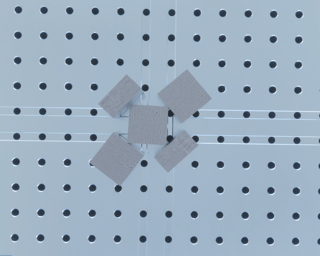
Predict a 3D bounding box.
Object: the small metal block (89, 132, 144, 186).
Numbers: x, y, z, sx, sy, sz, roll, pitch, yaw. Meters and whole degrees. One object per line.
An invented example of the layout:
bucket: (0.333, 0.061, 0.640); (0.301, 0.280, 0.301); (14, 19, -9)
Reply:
small metal block: (-0.056, 0.040, 0.413); (0.050, 0.025, 0.050); (38, 89, -1)

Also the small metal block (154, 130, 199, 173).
small metal block: (0.020, 0.028, 0.401); (0.050, 0.050, 0.025); (-42, 90, 0)

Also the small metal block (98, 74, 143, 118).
small metal block: (-0.049, -0.039, 0.400); (0.025, 0.050, 0.050); (44, 91, -1)

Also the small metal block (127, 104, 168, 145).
small metal block: (-0.015, -0.004, 0.413); (0.050, 0.025, 0.050); (4, 89, 1)

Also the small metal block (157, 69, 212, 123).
small metal block: (0.032, -0.041, 0.413); (0.050, 0.025, 0.050); (-40, 90, 0)
